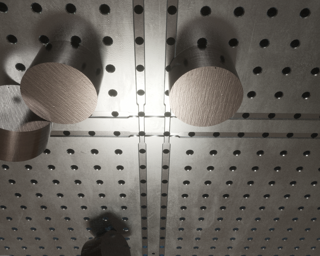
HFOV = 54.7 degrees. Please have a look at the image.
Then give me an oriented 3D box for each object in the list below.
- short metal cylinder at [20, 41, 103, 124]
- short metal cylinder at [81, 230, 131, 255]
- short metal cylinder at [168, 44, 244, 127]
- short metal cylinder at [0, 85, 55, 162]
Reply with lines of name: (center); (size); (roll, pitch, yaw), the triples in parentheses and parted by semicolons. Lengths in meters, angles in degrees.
short metal cylinder: (-0.108, -0.051, 0.350); (0.081, 0.050, 0.079); (-1, 130, -1)
short metal cylinder: (-0.100, 0.239, 0.578); (0.050, 0.080, 0.080); (-30, 124, 23)
short metal cylinder: (0.050, -0.048, 0.355); (0.081, 0.050, 0.079); (-1, 130, 0)
short metal cylinder: (-0.170, -0.007, 0.367); (0.081, 0.080, 0.050); (17, 128, -14)
